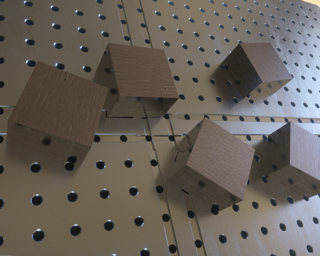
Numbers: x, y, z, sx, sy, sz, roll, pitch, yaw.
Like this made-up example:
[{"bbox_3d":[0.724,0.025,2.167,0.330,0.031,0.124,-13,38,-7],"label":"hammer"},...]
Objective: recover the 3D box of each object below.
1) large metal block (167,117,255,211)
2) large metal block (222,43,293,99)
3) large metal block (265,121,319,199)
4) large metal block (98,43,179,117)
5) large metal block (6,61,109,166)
[{"bbox_3d":[0.067,0.047,0.399,0.080,0.050,0.080,33,52,-7],"label":"large metal block"},{"bbox_3d":[0.171,-0.102,0.545,0.081,0.050,0.080,-11,67,-33],"label":"large metal block"},{"bbox_3d":[0.213,0.049,0.476,0.080,0.050,0.080,27,52,-11],"label":"large metal block"},{"bbox_3d":[-0.031,-0.061,0.412,0.081,0.050,0.080,-1,62,-29],"label":"large metal block"},{"bbox_3d":[-0.110,-0.015,0.342,0.080,0.050,0.080,20,54,-16],"label":"large metal block"}]
